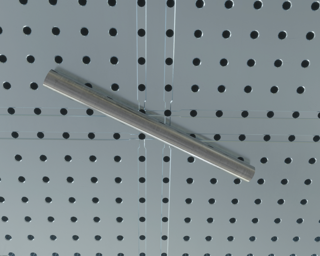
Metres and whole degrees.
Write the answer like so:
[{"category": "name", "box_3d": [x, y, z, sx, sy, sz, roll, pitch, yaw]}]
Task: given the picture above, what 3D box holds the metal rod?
[{"category": "metal rod", "box_3d": [-0.007, 0.001, 0.414, 0.301, 0.025, 0.025, 26, 108, -10]}]
